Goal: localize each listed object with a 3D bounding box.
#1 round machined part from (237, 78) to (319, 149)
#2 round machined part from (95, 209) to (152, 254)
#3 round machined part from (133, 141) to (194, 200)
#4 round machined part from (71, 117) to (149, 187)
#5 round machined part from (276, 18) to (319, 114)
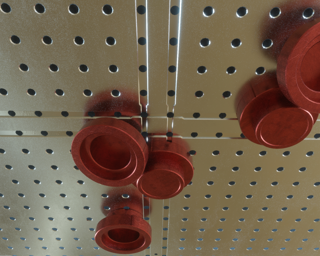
[{"bbox_3d":[0.151,-0.012,0.391,0.099,0.042,0.097,0,130,0],"label":"round machined part"},{"bbox_3d":[-0.064,0.181,0.554,0.099,0.042,0.097,0,130,0],"label":"round machined part"},{"bbox_3d":[0.001,0.069,0.459,0.099,0.042,0.097,0,130,0],"label":"round machined part"},{"bbox_3d":[-0.063,0.028,0.414,0.098,0.042,0.097,5,121,8],"label":"round machined part"},{"bbox_3d":[0.172,-0.068,0.331,0.099,0.042,0.097,-2,111,-6],"label":"round machined part"}]
